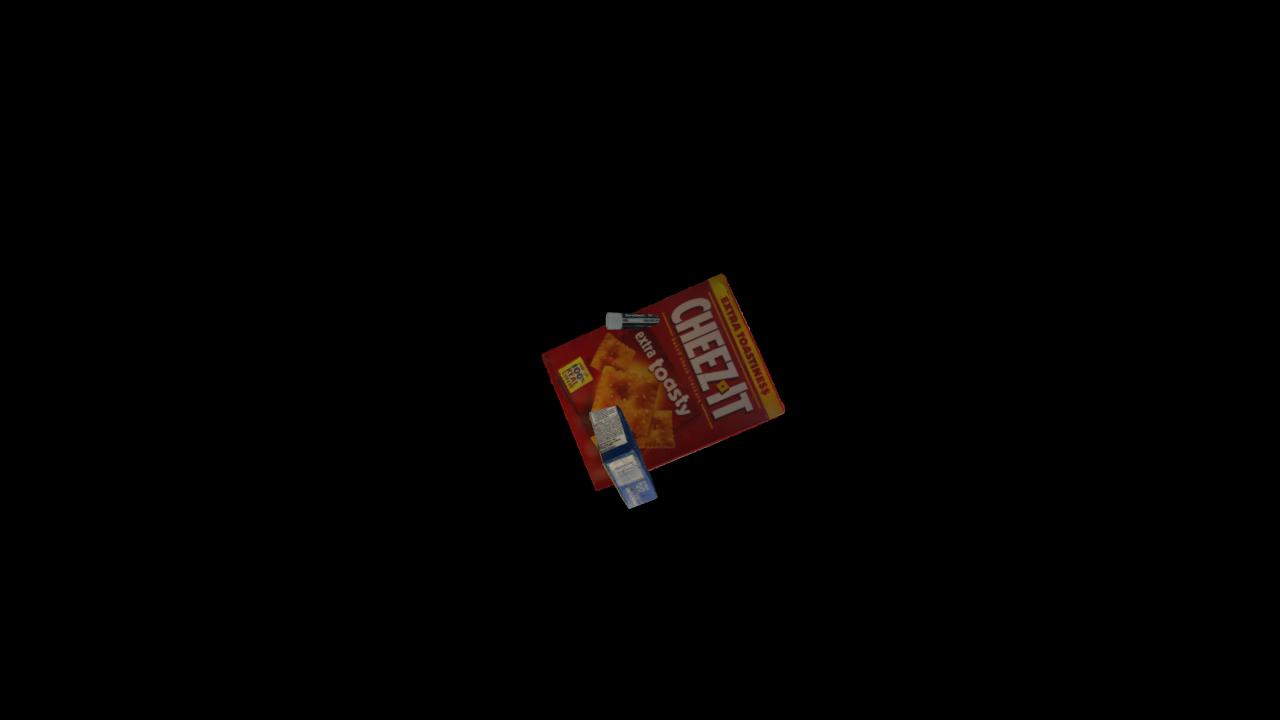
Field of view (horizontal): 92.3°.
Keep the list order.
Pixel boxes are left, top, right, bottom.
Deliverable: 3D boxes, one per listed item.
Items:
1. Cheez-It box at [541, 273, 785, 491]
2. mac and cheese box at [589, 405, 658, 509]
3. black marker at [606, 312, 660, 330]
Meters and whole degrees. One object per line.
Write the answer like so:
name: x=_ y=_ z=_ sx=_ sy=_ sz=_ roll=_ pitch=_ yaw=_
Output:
Cheez-It box: x=0.025 y=0.027 z=0.682 sx=0.223 sy=0.166 sz=0.071 roll=-23 pitch=-7 yaw=7
mac and cheese box: x=-0.032 y=0.068 z=0.703 sx=0.041 sy=0.093 sz=0.184 roll=-23 pitch=43 yaw=1
black marker: x=0.024 y=-0.042 z=0.666 sx=0.121 sy=0.020 sz=0.020 roll=0 pitch=0 yaw=-12
